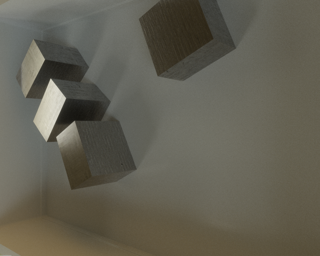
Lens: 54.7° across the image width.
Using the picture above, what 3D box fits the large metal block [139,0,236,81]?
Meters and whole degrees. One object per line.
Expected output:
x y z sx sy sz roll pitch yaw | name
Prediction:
0.030 -0.112 0.366 0.080 0.050 0.080 -28 73 36 | large metal block

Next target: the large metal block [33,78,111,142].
-0.137 -0.026 0.485 0.050 0.081 0.080 47 118 30 | large metal block

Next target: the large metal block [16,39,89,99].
-0.181 -0.094 0.521 0.080 0.081 0.050 -50 61 28 | large metal block

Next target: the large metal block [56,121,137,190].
-0.091 0.037 0.446 0.050 0.081 0.080 -34 69 35 | large metal block
